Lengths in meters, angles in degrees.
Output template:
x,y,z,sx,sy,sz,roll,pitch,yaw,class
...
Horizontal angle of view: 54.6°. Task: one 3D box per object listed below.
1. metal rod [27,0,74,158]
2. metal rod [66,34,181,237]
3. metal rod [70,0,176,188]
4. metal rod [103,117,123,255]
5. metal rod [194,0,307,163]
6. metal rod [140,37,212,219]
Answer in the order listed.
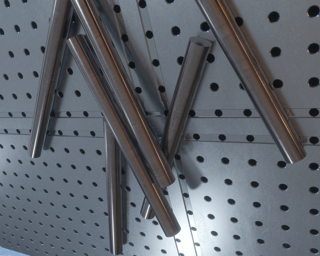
x,y,z,sx,sy,sz,roll,pitch,yaw,class
-0.169,-0.058,0.465,0.025,0.025,0.298,34,129,6,metal rod
-0.045,0.017,0.423,0.025,0.025,0.299,-19,102,35,metal rod
-0.051,-0.060,0.382,0.025,0.025,0.299,-16,105,34,metal rod
-0.076,0.111,0.520,0.025,0.025,0.298,16,125,19,metal rod
0.073,-0.090,0.317,0.025,0.025,0.299,-24,106,36,metal rod
0.012,0.023,0.419,0.025,0.025,0.298,25,127,13,metal rod
